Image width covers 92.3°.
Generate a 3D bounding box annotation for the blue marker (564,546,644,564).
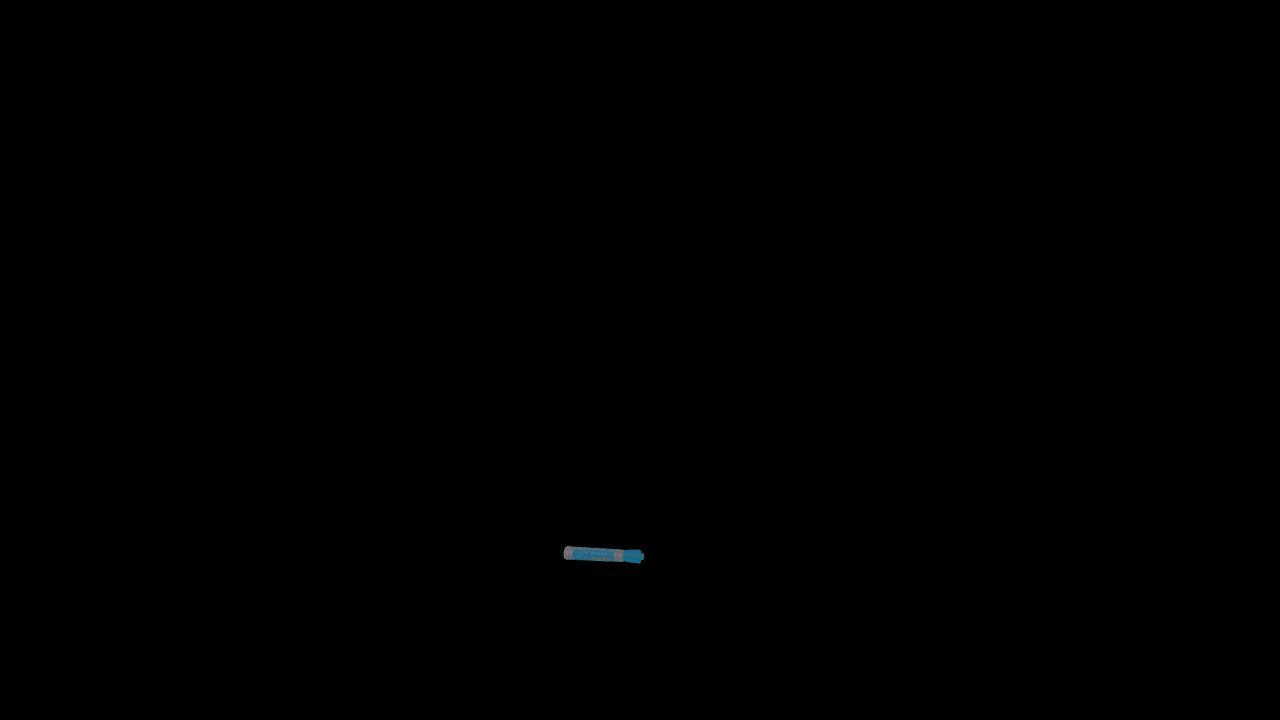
[{"bbox_3d":[-0.052,0.279,0.882,0.121,0.020,0.020,-4,-1,20],"label":"blue marker"}]
